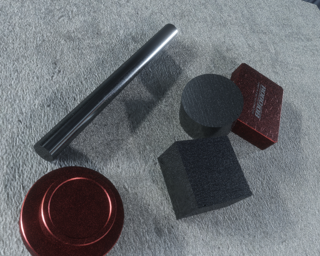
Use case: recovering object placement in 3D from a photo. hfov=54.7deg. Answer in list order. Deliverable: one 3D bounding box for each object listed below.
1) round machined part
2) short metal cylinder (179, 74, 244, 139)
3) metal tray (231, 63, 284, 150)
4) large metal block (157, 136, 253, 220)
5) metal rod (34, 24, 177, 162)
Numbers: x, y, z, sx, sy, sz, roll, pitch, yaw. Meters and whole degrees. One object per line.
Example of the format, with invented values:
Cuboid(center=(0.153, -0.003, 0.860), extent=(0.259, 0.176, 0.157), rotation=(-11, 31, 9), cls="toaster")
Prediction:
Cuboid(center=(-0.081, 0.082, 0.300), extent=(0.099, 0.042, 0.098), rotation=(14, 56, -21), cls="round machined part")
Cuboid(center=(0.068, -0.027, 0.424), extent=(0.081, 0.050, 0.080), rotation=(1, 65, -1), cls="short metal cylinder")
Cuboid(center=(0.153, -0.038, 0.509), extent=(0.090, 0.030, 0.130), rotation=(31, 52, -9), cls="metal tray")
Cuboid(center=(0.054, 0.059, 0.382), extent=(0.081, 0.050, 0.080), rotation=(-4, 64, -31), cls="large metal block")
Cuboid(center=(-0.052, -0.067, 0.417), extent=(0.025, 0.025, 0.301), rotation=(39, 51, -3), cls="metal rod")
